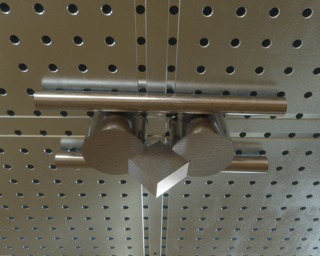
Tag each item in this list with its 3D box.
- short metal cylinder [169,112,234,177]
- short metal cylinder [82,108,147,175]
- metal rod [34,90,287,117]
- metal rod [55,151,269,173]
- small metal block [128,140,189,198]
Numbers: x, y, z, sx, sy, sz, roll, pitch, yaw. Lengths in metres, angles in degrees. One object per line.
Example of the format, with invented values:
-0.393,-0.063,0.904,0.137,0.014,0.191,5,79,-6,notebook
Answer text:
0.053,0.019,0.408,0.081,0.050,0.079,0,130,0,short metal cylinder
-0.057,0.016,0.404,0.081,0.050,0.079,0,130,0,short metal cylinder
0.002,-0.030,0.381,0.302,0.025,0.025,1,130,-2,metal rod
0.004,0.050,0.450,0.302,0.025,0.025,2,130,-2,metal rod
-0.002,0.047,0.370,0.050,0.050,0.025,-29,140,-34,small metal block
